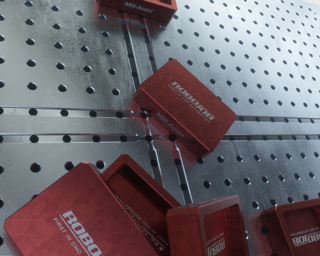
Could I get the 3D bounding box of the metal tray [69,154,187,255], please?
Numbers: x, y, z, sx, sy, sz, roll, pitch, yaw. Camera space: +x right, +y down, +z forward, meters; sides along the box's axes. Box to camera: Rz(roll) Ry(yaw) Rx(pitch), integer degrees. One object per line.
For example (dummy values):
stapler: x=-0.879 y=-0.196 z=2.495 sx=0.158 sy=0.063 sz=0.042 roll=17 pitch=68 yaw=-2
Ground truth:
metal tray: x=-0.023 y=0.102 z=0.329 sx=0.130 sy=0.030 sz=0.090 roll=43 pitch=51 yaw=1

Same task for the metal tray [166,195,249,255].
metal tray: x=0.054 y=0.118 z=0.306 sx=0.131 sy=0.030 sz=0.090 roll=12 pitch=67 yaw=-60

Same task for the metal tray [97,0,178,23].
metal tray: x=-0.040 y=-0.236 z=0.526 sx=0.131 sy=0.030 sz=0.090 roll=7 pitch=59 yaw=-25

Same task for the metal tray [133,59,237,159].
metal tray: x=0.038 y=-0.030 z=0.443 sx=0.130 sy=0.030 sz=0.090 roll=42 pitch=51 yaw=1

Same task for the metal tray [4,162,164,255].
metal tray: x=-0.062 y=0.107 z=0.279 sx=0.090 sy=0.030 sz=0.130 roll=-38 pitch=82 yaw=-9

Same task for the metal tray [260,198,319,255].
metal tray: x=0.210 y=0.147 z=0.426 sx=0.131 sy=0.030 sz=0.090 roll=-1 pitch=62 yaw=-28
